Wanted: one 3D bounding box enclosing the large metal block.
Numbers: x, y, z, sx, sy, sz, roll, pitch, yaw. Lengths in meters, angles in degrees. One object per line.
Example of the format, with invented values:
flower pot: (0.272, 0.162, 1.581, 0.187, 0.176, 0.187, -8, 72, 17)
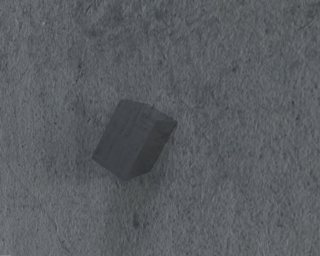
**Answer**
large metal block: (-0.029, 0.014, 0.390, 0.050, 0.080, 0.080, 31, 100, 17)
